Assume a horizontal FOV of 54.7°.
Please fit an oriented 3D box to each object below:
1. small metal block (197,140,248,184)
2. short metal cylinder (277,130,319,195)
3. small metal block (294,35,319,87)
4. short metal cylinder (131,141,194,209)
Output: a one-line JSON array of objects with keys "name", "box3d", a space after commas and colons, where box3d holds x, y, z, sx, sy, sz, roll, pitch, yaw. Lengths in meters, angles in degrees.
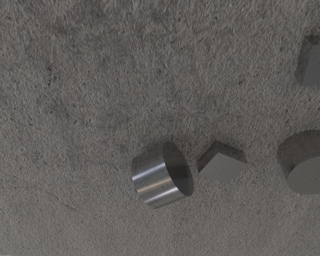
[{"name": "small metal block", "box3d": [0.089, 0.051, 0.451, 0.050, 0.025, 0.050, 22, 127, -18]}, {"name": "short metal cylinder", "box3d": [0.212, 0.049, 0.435, 0.081, 0.050, 0.079, 0, 130, 0]}, {"name": "small metal block", "box3d": [0.185, -0.075, 0.345, 0.050, 0.025, 0.050, -3, 130, 2]}, {"name": "short metal cylinder", "box3d": [0.005, 0.064, 0.426, 0.050, 0.080, 0.080, -27, 125, 21]}]
